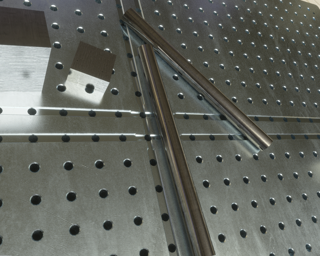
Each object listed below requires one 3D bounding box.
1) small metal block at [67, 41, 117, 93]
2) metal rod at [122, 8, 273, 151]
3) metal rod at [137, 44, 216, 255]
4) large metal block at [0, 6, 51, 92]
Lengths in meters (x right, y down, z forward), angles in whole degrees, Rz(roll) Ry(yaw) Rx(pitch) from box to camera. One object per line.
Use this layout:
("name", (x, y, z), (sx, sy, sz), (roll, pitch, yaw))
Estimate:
("small metal block", (-0.089, -0.080, 0.409), (0.050, 0.025, 0.050), (19, 54, -17))
("metal rod", (0.057, -0.076, 0.485), (0.300, 0.025, 0.025), (43, 51, 2))
("metal rod", (0.014, 0.013, 0.407), (0.025, 0.025, 0.299), (-1, 62, -29))
("large metal block", (-0.168, -0.081, 0.332), (0.081, 0.080, 0.050), (-5, 64, -30))
